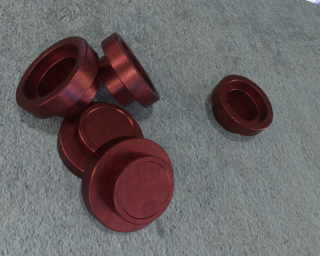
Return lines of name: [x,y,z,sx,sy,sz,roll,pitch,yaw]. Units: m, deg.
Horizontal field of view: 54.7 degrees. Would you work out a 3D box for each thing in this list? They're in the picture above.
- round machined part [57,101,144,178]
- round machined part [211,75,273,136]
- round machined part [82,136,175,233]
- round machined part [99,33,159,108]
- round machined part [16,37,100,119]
round machined part: [-0.063,0.010,0.353,0.099,0.042,0.098,14,56,-21]
round machined part: [0.120,-0.030,0.476,0.099,0.042,0.098,14,56,-21]
round machined part: [-0.025,0.058,0.315,0.099,0.042,0.097,-4,97,-35]
round machined part: [-0.044,-0.065,0.387,0.098,0.042,0.098,56,8,-12]
round machined part: [-0.106,-0.051,0.343,0.042,0.098,0.098,47,39,-45]
